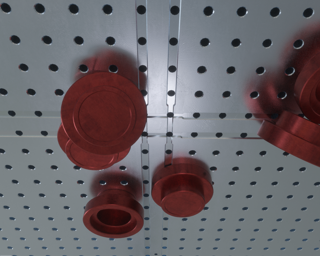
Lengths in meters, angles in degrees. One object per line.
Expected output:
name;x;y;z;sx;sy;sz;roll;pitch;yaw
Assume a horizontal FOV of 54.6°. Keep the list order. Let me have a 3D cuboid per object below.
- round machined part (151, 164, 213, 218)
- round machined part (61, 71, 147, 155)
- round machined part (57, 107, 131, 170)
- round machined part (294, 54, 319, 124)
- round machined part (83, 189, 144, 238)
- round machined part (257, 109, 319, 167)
round machined part;0.035;0.105;0.489;0.099;0.042;0.097;0;130;0
round machined part;-0.063;-0.016;0.357;0.099;0.042;0.097;-2;99;-11
round machined part;-0.088;0.019;0.416;0.099;0.042;0.097;0;130;0
round machined part;0.204;-0.053;0.357;0.099;0.042;0.097;0;130;0
round machined part;-0.075;0.140;0.519;0.099;0.042;0.097;0;130;0
round machined part;0.174;0.010;0.380;0.099;0.098;0.042;21;102;-17
